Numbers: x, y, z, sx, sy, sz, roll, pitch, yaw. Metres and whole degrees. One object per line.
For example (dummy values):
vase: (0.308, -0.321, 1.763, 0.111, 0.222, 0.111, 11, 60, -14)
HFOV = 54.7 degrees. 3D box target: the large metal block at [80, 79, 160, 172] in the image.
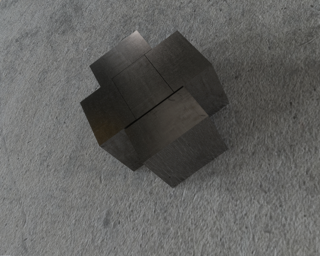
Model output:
large metal block: (-0.047, -0.002, 0.395, 0.050, 0.080, 0.080, -36, 51, 4)

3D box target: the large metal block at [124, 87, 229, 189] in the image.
large metal block: (0.021, 0.014, 0.350, 0.080, 0.080, 0.050, -36, 51, 4)

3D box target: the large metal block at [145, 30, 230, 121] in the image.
large metal block: (0.035, -0.061, 0.389, 0.050, 0.080, 0.080, -36, 51, 4)

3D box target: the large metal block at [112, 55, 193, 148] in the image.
large metal block: (-0.006, -0.031, 0.392, 0.050, 0.080, 0.080, -36, 51, 4)

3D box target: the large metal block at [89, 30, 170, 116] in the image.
large metal block: (-0.036, -0.073, 0.433, 0.080, 0.080, 0.050, -36, 51, 4)
